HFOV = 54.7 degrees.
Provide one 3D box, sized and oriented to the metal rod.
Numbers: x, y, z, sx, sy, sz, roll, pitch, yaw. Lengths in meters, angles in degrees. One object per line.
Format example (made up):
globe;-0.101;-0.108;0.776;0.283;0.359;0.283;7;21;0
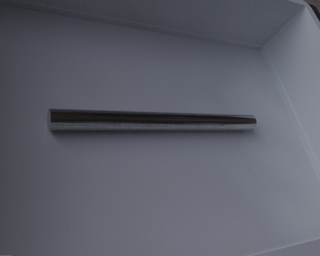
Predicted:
metal rod;0.010;-0.009;0.415;0.303;0.025;0.025;0;62;-28
